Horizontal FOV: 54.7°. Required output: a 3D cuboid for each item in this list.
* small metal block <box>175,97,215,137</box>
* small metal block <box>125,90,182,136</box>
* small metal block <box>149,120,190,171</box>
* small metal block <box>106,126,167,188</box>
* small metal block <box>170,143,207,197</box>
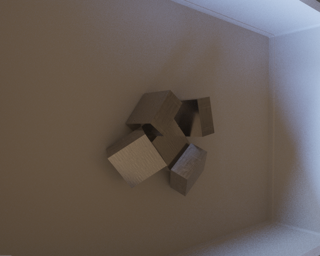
[{"bbox_3d":[0.044,-0.015,0.427,0.025,0.050,0.050,-15,100,-40],"label":"small metal block"},{"bbox_3d":[-0.008,-0.018,0.383,0.025,0.050,0.050,44,63,-31],"label":"small metal block"},{"bbox_3d":[0.007,0.021,0.412,0.050,0.025,0.050,-50,120,-29],"label":"small metal block"},{"bbox_3d":[-0.028,0.035,0.368,0.050,0.025,0.050,-33,115,0],"label":"small metal block"},{"bbox_3d":[0.039,0.057,0.422,0.050,0.025,0.050,-49,156,-29],"label":"small metal block"}]
